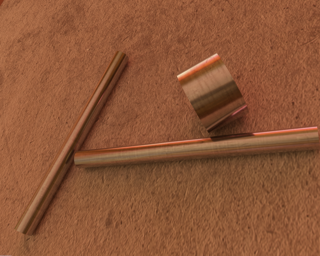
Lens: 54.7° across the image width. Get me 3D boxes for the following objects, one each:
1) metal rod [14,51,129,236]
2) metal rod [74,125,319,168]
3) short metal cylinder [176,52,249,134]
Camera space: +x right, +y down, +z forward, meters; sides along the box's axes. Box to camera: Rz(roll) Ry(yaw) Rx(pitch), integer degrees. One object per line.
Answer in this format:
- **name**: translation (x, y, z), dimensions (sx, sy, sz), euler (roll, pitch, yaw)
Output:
- **metal rod**: translation (-0.123, 0.010, 0.461), dimensions (0.025, 0.025, 0.300), euler (13, 68, 33)
- **metal rod**: translation (0.024, 0.027, 0.374), dimensions (0.300, 0.025, 0.025), euler (-7, 59, 24)
- **short metal cylinder**: translation (0.061, -0.040, 0.361), dimensions (0.050, 0.080, 0.080), euler (-29, 52, 10)
